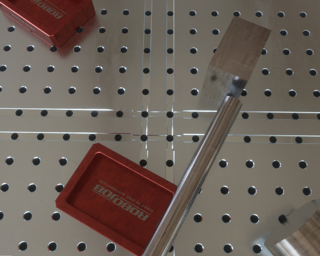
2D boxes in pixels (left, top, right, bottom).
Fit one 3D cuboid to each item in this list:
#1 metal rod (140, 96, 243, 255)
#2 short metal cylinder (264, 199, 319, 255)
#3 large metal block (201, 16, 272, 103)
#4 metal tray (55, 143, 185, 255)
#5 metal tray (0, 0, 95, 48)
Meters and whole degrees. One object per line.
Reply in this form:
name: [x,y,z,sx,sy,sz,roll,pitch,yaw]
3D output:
metal rod: [0.020,0.090,0.346,0.025,0.025,0.300,28,72,9]
short metal cylinder: [0.163,0.123,0.339,0.080,0.080,0.050,-37,75,-12]
large metal block: [0.099,-0.085,0.414,0.050,0.080,0.080,26,72,9]
metal tray: [-0.046,0.087,0.376,0.130,0.030,0.090,28,72,9]
metal tray: [-0.179,-0.193,0.478,0.130,0.030,0.090,35,74,12]
